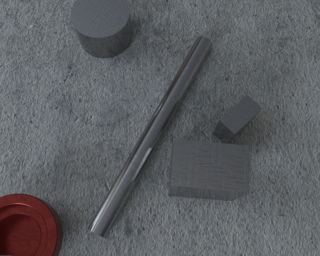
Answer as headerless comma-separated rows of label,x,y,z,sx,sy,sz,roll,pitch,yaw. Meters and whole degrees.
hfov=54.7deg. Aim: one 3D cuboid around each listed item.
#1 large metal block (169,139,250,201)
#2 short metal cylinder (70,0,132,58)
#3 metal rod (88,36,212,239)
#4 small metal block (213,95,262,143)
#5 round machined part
large metal block,0.053,0.052,0.361,0.080,0.080,0.050,5,70,1
short metal cylinder,-0.082,-0.149,0.448,0.081,0.050,0.080,0,70,0
metal rod,-0.004,-0.001,0.408,0.025,0.025,0.300,26,72,9
small metal block,0.098,-0.009,0.399,0.050,0.050,0.025,-41,75,-14
round machined part,-0.159,0.126,0.351,0.099,0.042,0.098,0,70,-1
